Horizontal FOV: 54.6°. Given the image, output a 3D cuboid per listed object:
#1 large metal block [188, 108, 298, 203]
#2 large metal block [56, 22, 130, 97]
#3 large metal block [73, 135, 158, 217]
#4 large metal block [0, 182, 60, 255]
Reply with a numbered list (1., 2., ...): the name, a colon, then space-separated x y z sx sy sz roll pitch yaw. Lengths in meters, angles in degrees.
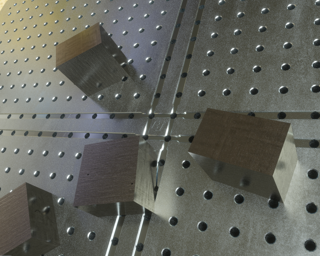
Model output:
1. large metal block: 0.086 0.028 0.311 0.080 0.080 0.050 14 69 34
2. large metal block: -0.107 -0.107 0.496 0.080 0.080 0.050 -24 53 14
3. large metal block: -0.052 0.061 0.383 0.080 0.050 0.080 -11 57 22
4. large metal block: -0.187 0.133 0.411 0.080 0.050 0.080 -32 52 7
